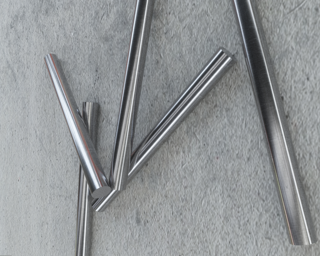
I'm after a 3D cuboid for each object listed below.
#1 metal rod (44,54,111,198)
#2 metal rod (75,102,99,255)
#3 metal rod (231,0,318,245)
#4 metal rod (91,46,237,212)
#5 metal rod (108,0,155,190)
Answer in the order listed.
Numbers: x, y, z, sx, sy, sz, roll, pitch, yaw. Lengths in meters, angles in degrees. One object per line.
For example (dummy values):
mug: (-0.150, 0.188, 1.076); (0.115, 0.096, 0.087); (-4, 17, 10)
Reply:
metal rod: (-0.137, -0.022, 0.478); (0.025, 0.025, 0.300); (-53, 49, 27)
metal rod: (-0.120, 0.108, 0.500); (0.025, 0.025, 0.298); (6, 94, 39)
metal rod: (0.108, -0.038, 0.315); (0.025, 0.025, 0.298); (-18, 79, 38)
metal rod: (-0.010, 0.019, 0.410); (0.298, 0.025, 0.025); (-50, 61, 28)
metal rod: (-0.035, -0.067, 0.412); (0.025, 0.025, 0.298); (8, 89, 39)
